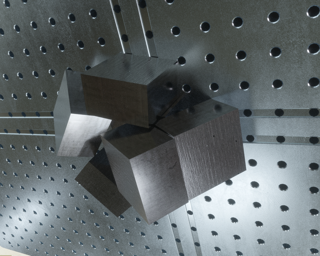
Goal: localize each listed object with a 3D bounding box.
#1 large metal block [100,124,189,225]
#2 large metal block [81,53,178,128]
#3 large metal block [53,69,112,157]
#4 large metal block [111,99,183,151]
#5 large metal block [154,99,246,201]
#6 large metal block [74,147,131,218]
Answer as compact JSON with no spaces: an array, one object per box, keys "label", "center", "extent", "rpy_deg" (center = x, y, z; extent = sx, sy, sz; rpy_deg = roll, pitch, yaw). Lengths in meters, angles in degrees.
[{"label":"large metal block","center":[-0.018,0.044,0.343],"extent":[0.080,0.050,0.080],"rpy_deg":[28,137,56]},{"label":"large metal block","center":[-0.032,-0.048,0.364],"extent":[0.080,0.080,0.050],"rpy_deg":[13,124,21]},{"label":"large metal block","center":[-0.106,-0.018,0.413],"extent":[0.050,0.080,0.080],"rpy_deg":[5,136,-29]},{"label":"large metal block","center":[-0.011,0.009,0.407],"extent":[0.080,0.050,0.080],"rpy_deg":[1,119,28]},{"label":"large metal block","center":[0.046,0.022,0.354],"extent":[0.050,0.081,0.080],"rpy_deg":[33,141,58]},{"label":"large metal block","center":[-0.059,0.065,0.446],"extent":[0.080,0.080,0.050],"rpy_deg":[42,129,-2]}]
